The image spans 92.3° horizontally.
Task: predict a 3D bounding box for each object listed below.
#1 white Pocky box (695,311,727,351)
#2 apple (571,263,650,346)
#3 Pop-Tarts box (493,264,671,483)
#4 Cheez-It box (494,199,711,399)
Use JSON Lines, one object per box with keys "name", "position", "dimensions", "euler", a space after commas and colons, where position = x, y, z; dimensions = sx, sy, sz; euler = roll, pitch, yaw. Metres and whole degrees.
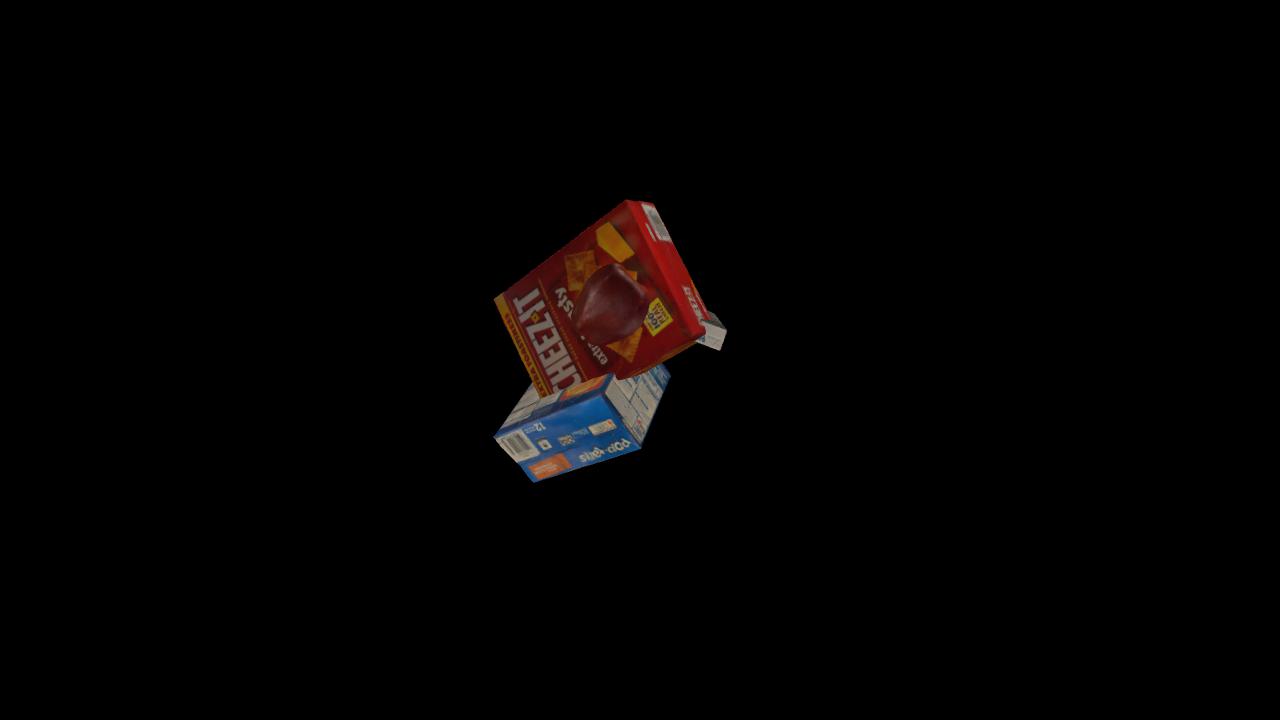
{"name": "white Pocky box", "position": [0.053, -0.048, 0.717], "dimensions": [0.084, 0.028, 0.154], "euler": [19, 10, -2]}
{"name": "apple", "position": [-0.027, -0.058, 0.652], "dimensions": [0.079, 0.093, 0.079], "euler": [39, 15, -13]}
{"name": "Pop-Tarts box", "position": [-0.066, 0.055, 0.743], "dimensions": [0.167, 0.083, 0.141], "euler": [-22, 25, 30]}
{"name": "Cheez-It box", "position": [-0.046, -0.053, 0.706], "dimensions": [0.223, 0.166, 0.071], "euler": [-30, -9, 30]}
